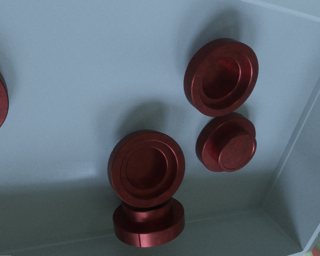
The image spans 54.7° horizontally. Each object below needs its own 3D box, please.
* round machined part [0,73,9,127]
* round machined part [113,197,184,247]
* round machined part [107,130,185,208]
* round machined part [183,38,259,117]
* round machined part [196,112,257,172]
[{"bbox_3d":[-0.191,-0.022,0.279,0.099,0.042,0.097,-14,124,-21],"label":"round machined part"},{"bbox_3d":[-0.016,0.115,0.426,0.099,0.098,0.042,-12,108,-22],"label":"round machined part"},{"bbox_3d":[-0.020,0.050,0.403,0.099,0.042,0.097,-3,99,-23],"label":"round machined part"},{"bbox_3d":[0.073,-0.067,0.396,0.099,0.042,0.097,-14,124,-21],"label":"round machined part"},{"bbox_3d":[0.108,0.028,0.474,0.099,0.042,0.097,-14,124,-21],"label":"round machined part"}]
